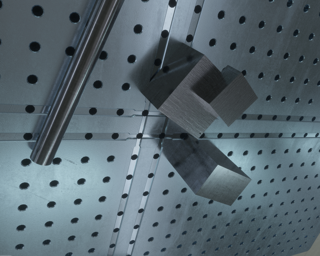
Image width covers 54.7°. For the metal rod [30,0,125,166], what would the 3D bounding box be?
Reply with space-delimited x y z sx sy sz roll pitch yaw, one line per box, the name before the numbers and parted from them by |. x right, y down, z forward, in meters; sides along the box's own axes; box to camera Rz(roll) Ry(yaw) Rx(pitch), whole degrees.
metal rod | -0.069 -0.090 0.318 0.025 0.025 0.298 17 109 -35

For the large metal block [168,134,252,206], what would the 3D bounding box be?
large metal block | 0.072 0.062 0.455 0.080 0.080 0.050 26 104 -37

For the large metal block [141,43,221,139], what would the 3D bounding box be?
large metal block | 0.038 -0.045 0.390 0.080 0.050 0.080 -50 129 7

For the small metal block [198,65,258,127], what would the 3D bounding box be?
small metal block | 0.082 -0.038 0.370 0.050 0.025 0.050 -45 130 3
